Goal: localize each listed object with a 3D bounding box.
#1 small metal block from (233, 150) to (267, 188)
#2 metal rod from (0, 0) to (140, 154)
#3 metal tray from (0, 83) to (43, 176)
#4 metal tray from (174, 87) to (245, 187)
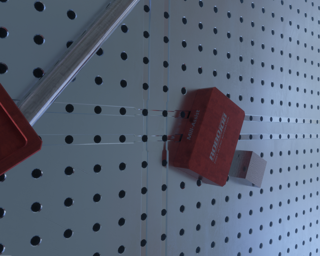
[{"bbox_3d":[0.160,0.073,0.547,0.050,0.025,0.050,32,70,-36],"label":"small metal block"},{"bbox_3d":[-0.076,-0.099,0.346,0.025,0.025,0.300,47,62,-30],"label":"metal rod"},{"bbox_3d":[-0.170,-0.012,0.243,0.091,0.030,0.130,-38,102,-30],"label":"metal tray"},{"bbox_3d":[0.080,0.014,0.475,0.090,0.030,0.130,32,70,-36],"label":"metal tray"}]
